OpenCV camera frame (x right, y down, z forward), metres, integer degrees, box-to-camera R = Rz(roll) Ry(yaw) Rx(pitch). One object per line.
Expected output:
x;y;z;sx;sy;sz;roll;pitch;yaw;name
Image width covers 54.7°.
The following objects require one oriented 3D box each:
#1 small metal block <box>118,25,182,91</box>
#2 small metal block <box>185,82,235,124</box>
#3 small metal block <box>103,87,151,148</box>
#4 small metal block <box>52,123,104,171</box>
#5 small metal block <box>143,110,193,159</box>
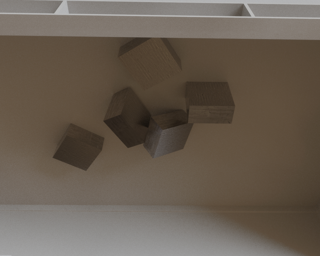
-0.010;-0.077;0.344;0.050;0.025;0.050;-25;126;19;small metal block
0.057;-0.031;0.367;0.050;0.050;0.025;1;130;-1;small metal block
-0.038;-0.012;0.380;0.025;0.050;0.050;-19;128;26;small metal block
-0.113;0.027;0.431;0.050;0.025;0.050;27;125;-21;small metal block
0.011;0.008;0.400;0.050;0.025;0.050;-15;139;-34;small metal block
